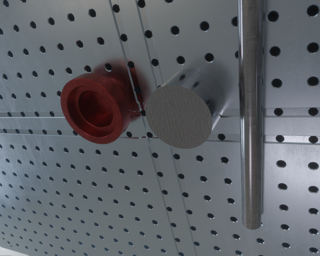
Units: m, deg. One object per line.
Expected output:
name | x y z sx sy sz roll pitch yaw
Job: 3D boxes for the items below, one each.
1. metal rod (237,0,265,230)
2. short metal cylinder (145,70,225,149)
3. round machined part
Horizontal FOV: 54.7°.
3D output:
metal rod | 0.105 0.000 0.355 0.025 0.025 0.298 5 121 25
short metal cylinder | 0.030 -0.022 0.365 0.080 0.050 0.079 13 124 21
round machined part | -0.083 -0.030 0.426 0.098 0.042 0.097 13 124 21
